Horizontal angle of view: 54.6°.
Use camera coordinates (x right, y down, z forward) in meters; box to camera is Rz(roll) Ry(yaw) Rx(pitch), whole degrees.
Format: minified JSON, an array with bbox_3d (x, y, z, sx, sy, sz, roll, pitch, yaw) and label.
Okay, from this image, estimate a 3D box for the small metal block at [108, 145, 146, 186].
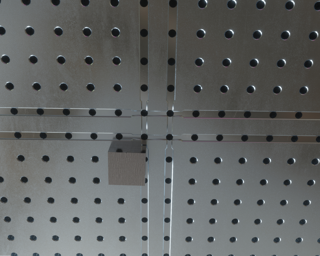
[{"bbox_3d":[-0.045,0.052,0.432,0.050,0.025,0.050,2,110,-1],"label":"small metal block"}]
